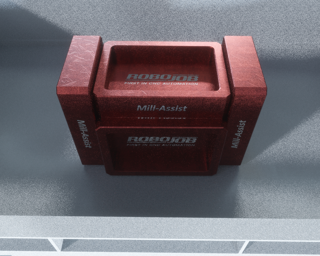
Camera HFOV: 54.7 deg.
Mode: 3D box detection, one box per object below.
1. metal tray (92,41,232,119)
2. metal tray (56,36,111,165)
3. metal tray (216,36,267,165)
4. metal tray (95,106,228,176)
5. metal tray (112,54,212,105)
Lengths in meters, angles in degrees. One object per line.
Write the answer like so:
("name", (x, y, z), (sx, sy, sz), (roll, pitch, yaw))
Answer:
("metal tray", (0.002, -0.053, 0.327), (0.131, 0.030, 0.090), (1, 50, 0))
("metal tray", (-0.079, -0.028, 0.357), (0.030, 0.129, 0.090), (0, 51, 0))
("metal tray", (0.084, -0.027, 0.357), (0.030, 0.129, 0.090), (1, 51, 1))
("metal tray", (0.002, 0.017, 0.344), (0.131, 0.089, 0.030), (0, 50, 0))
("metal tray", (0.003, -0.052, 0.402), (0.131, 0.090, 0.030), (0, 51, 0))
